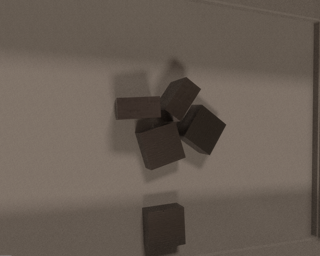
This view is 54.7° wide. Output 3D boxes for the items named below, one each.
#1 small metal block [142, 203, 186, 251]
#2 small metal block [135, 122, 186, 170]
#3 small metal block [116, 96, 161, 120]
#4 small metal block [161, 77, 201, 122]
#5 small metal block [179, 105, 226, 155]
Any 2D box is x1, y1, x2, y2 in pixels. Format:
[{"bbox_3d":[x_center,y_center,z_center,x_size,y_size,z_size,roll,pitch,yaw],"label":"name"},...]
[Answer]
[{"bbox_3d":[0.005,0.131,0.414,0.050,0.025,0.050,-3,91,-20],"label":"small metal block"},{"bbox_3d":[0.000,0.023,0.412,0.050,0.025,0.050,-18,96,-19],"label":"small metal block"},{"bbox_3d":[-0.029,-0.024,0.384,0.050,0.050,0.025,-4,92,-11],"label":"small metal block"},{"bbox_3d":[0.020,-0.036,0.406,0.025,0.050,0.050,37,78,-17],"label":"small metal block"},{"bbox_3d":[0.056,0.002,0.429,0.050,0.025,0.050,36,76,-25],"label":"small metal block"}]
